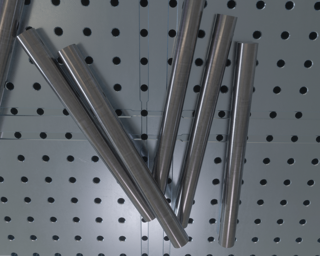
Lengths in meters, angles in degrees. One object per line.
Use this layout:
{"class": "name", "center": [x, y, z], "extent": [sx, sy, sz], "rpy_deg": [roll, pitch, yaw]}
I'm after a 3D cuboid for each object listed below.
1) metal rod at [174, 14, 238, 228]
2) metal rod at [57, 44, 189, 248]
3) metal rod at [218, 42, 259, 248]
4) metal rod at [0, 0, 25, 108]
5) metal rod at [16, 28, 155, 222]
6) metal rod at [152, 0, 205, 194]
{"class": "metal rod", "center": [0.054, 0.006, 0.415], "extent": [0.025, 0.025, 0.298], "rpy_deg": [9, 110, -3]}
{"class": "metal rod", "center": [-0.042, 0.032, 0.406], "extent": [0.025, 0.025, 0.299], "rpy_deg": [-27, 101, 9]}
{"class": "metal rod", "center": [0.104, 0.037, 0.427], "extent": [0.025, 0.025, 0.298], "rpy_deg": [1, 110, 0]}
{"class": "metal rod", "center": [-0.188, -0.105, 0.373], "extent": [0.025, 0.025, 0.298], "rpy_deg": [21, 109, -8]}
{"class": "metal rod", "center": [-0.087, 0.008, 0.415], "extent": [0.025, 0.025, 0.299], "rpy_deg": [-28, 108, 10]}
{"class": "metal rod", "center": [0.021, -0.044, 0.397], "extent": [0.025, 0.025, 0.298], "rpy_deg": [9, 110, -4]}
